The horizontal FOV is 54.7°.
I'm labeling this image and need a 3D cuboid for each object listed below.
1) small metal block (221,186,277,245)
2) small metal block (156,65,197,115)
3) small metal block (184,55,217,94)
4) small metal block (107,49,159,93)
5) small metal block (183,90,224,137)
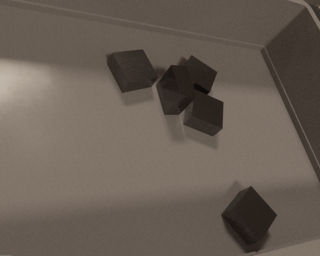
[{"bbox_3d":[0.116,0.113,0.402,0.050,0.025,0.050,49,51,6],"label":"small metal block"},{"bbox_3d":[0.022,-0.052,0.435,0.025,0.050,0.050,-1,62,-29],"label":"small metal block"},{"bbox_3d":[0.057,-0.079,0.487,0.050,0.025,0.050,32,51,-8],"label":"small metal block"},{"bbox_3d":[-0.038,-0.081,0.436,0.050,0.025,0.050,-17,71,-35],"label":"small metal block"},{"bbox_3d":[0.065,-0.022,0.456,0.050,0.025,0.050,21,54,-16],"label":"small metal block"}]
